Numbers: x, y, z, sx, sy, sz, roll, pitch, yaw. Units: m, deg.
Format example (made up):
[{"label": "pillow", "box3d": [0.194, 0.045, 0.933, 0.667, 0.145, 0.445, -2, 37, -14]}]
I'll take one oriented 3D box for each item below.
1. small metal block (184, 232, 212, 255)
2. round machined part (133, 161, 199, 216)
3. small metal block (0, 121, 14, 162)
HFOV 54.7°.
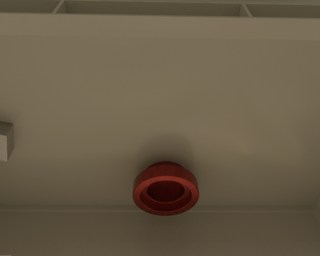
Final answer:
[{"label": "small metal block", "box3d": [0.074, 0.238, 0.599, 0.025, 0.050, 0.050, -36, 122, 26]}, {"label": "round machined part", "box3d": [0.009, 0.089, 0.474, 0.099, 0.042, 0.097, -1, 130, 0]}, {"label": "small metal block", "box3d": [-0.229, 0.015, 0.419, 0.050, 0.025, 0.050, 12, 129, -11]}]
